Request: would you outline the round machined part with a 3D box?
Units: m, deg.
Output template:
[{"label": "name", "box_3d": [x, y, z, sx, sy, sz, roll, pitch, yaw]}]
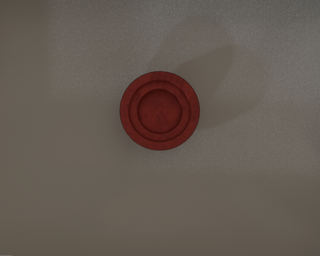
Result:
[{"label": "round machined part", "box_3d": [0.000, -0.021, 0.400, 0.099, 0.042, 0.097, 0, 90, 0]}]
